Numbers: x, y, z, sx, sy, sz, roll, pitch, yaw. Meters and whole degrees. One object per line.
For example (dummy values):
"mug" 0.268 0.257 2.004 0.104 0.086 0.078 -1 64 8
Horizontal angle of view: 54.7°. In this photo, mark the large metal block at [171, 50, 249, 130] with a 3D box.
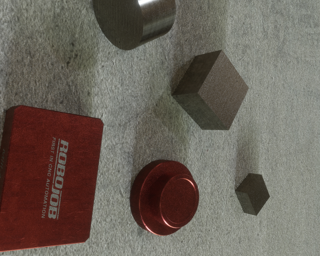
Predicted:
"large metal block" 0.075 -0.053 0.451 0.080 0.050 0.080 45 63 -31

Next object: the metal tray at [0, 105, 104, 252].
"metal tray" -0.110 0.048 0.309 0.091 0.030 0.129 10 84 -40

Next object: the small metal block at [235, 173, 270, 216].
"small metal block" 0.162 0.115 0.541 0.050 0.025 0.050 -40 114 -33

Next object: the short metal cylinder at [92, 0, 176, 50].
"short metal cylinder" -0.029 -0.133 0.344 0.050 0.080 0.080 -35 112 -34

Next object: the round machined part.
"round machined part" 0.013 0.092 0.405 0.099 0.042 0.097 0 90 -40
